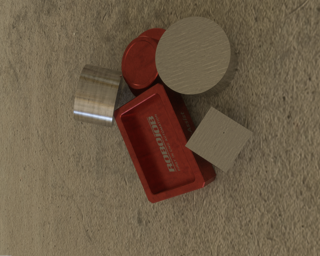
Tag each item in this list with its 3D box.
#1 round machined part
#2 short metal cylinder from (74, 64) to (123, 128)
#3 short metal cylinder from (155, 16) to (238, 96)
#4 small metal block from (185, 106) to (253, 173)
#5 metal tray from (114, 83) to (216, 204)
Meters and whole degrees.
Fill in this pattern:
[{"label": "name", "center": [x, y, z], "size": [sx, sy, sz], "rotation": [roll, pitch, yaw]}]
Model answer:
[{"label": "round machined part", "center": [-0.012, -0.082, 0.406], "size": [0.098, 0.042, 0.097], "rotation": [0, 90, 40]}, {"label": "short metal cylinder", "center": [-0.084, -0.044, 0.431], "size": [0.050, 0.080, 0.079], "rotation": [12, 101, -5]}, {"label": "short metal cylinder", "center": [0.042, -0.075, 0.342], "size": [0.080, 0.050, 0.079], "rotation": [1, 92, 22]}, {"label": "small metal block", "center": [0.062, 0.013, 0.332], "size": [0.050, 0.025, 0.050], "rotation": [33, 88, 6]}, {"label": "metal tray", "center": [0.003, 0.020, 0.386], "size": [0.090, 0.030, 0.129], "rotation": [-28, 82, 36]}]
